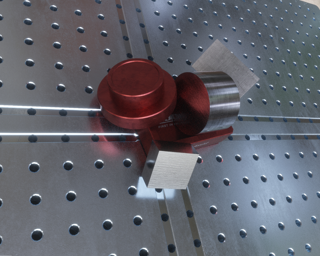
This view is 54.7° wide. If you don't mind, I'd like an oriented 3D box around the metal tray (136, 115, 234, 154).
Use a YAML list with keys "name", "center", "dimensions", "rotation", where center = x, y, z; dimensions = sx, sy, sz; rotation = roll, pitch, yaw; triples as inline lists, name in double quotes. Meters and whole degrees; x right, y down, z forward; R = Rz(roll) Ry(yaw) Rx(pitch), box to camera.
- name: "metal tray"
  center: [0.029, -0.014, 0.427]
  dimensions: [0.131, 0.030, 0.090]
  rotation: [-12, 68, -33]

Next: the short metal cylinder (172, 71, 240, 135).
- name: "short metal cylinder"
  center: [0.056, -0.033, 0.403]
  dimensions: [0.050, 0.080, 0.080]
  rotation: [-9, 67, -33]

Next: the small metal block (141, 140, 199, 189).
- name: "small metal block"
  center: [0.011, 0.044, 0.364]
  dimensions: [0.050, 0.050, 0.025]
  rotation: [7, 24, -24]

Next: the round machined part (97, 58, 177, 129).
- name: "round machined part"
  center: [-0.029, -0.049, 0.383]
  dimensions: [0.099, 0.042, 0.098]
  rotation: [-1, 51, 1]

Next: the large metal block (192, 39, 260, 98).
- name: "large metal block"
  center: [0.098, -0.083, 0.466]
  dimensions: [0.080, 0.050, 0.080]
  rotation: [44, 15, 1]
